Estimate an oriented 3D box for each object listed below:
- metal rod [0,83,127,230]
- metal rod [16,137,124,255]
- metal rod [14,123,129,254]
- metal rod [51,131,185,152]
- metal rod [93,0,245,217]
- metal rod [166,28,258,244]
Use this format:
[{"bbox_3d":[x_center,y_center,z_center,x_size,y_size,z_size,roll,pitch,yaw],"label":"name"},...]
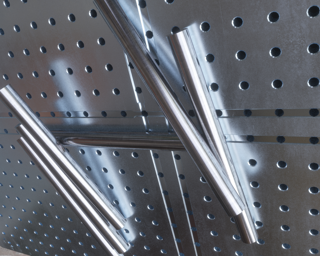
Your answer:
[{"bbox_3d":[-0.148,0.058,0.498,0.025,0.025,0.300,-17,118,35],"label":"metal rod"},{"bbox_3d":[-0.163,0.137,0.582,0.025,0.025,0.299,-25,105,37],"label":"metal rod"},{"bbox_3d":[-0.142,0.111,0.535,0.025,0.025,0.299,-15,117,34],"label":"metal rod"},{"bbox_3d":[-0.083,0.018,0.466,0.300,0.025,0.025,0,119,28],"label":"metal rod"},{"bbox_3d":[0.014,-0.024,0.368,0.025,0.025,0.299,-28,97,37],"label":"metal rod"},{"bbox_3d":[0.073,0.025,0.388,0.025,0.025,0.299,-9,114,32],"label":"metal rod"}]
